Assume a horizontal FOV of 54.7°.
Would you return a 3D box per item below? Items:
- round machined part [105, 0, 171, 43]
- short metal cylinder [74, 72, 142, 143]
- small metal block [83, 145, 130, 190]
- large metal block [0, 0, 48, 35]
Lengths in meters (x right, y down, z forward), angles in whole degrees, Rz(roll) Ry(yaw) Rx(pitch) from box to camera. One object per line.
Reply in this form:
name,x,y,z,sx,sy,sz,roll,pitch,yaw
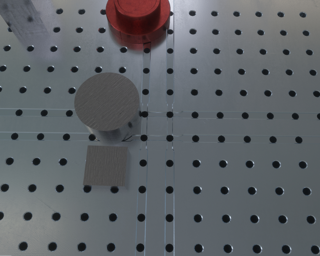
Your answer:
round machined part,-0.033,-0.181,0.469,0.099,0.042,0.098,0,70,0
short metal cylinder,-0.066,-0.026,0.407,0.081,0.050,0.080,0,70,0
small metal block,-0.067,0.050,0.393,0.050,0.025,0.050,2,70,0
large metal block,-0.203,-0.196,0.453,0.050,0.080,0.080,-7,70,-3
